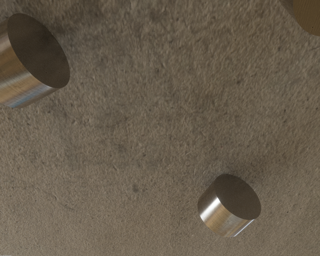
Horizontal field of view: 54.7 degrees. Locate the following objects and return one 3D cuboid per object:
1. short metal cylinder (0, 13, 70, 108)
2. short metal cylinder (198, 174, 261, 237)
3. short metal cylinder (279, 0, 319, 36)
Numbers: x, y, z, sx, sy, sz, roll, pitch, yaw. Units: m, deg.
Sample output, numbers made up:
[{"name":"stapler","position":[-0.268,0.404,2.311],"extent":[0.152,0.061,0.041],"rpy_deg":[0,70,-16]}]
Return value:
[{"name":"short metal cylinder","position":[-0.138,-0.066,0.313],"extent":[0.050,0.080,0.080],"rpy_deg":[-23,127,18]},{"name":"short metal cylinder","position":[0.105,0.118,0.473],"extent":[0.081,0.080,0.050],"rpy_deg":[19,128,-16]},{"name":"short metal cylinder","position":[0.154,-0.131,0.281],"extent":[0.081,0.050,0.079],"rpy_deg":[0,130,0]}]
